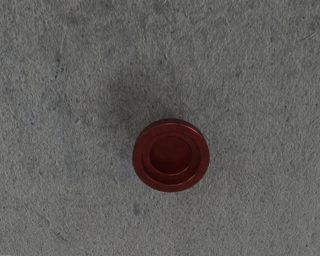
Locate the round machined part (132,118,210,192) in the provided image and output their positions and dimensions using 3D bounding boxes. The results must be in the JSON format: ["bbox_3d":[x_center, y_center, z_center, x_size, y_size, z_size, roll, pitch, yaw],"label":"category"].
[{"bbox_3d":[0.014,0.033,0.413,0.099,0.042,0.097,0,110,0],"label":"round machined part"}]
